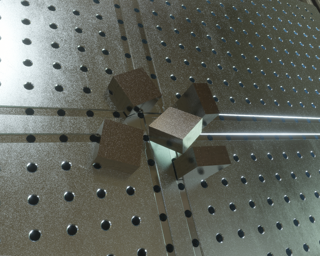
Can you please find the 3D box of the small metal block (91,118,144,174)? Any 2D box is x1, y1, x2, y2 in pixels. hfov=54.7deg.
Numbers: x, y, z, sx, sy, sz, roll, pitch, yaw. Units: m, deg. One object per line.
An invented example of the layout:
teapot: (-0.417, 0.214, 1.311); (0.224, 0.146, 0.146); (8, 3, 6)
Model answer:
small metal block: (-0.049, 0.022, 0.369); (0.050, 0.025, 0.050); (17, 55, -19)

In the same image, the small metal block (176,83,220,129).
small metal block: (0.053, -0.029, 0.440); (0.025, 0.050, 0.050); (-5, 64, -31)

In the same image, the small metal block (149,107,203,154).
small metal block: (0.021, 0.002, 0.405); (0.050, 0.025, 0.050); (22, 44, 26)

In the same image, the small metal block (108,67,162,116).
small metal block: (-0.034, -0.050, 0.422); (0.050, 0.025, 0.050); (-27, 77, -37)

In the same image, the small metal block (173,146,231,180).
small metal block: (0.053, 0.044, 0.395); (0.050, 0.050, 0.025); (0, 64, -29)
